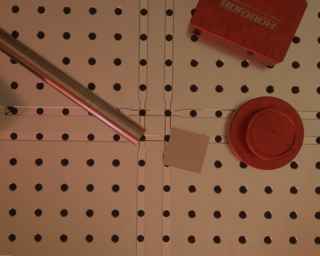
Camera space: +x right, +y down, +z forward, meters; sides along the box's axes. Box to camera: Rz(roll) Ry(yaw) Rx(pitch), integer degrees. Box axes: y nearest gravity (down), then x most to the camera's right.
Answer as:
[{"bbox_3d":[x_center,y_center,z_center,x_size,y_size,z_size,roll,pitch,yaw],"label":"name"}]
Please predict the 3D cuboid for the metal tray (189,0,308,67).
[{"bbox_3d":[0.115,-0.149,0.412,0.131,0.030,0.090,24,90,-1],"label":"metal tray"}]

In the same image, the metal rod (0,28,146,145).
[{"bbox_3d":[-0.149,-0.073,0.411,0.301,0.025,0.025,35,90,-1],"label":"metal rod"}]

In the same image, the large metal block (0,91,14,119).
[{"bbox_3d":[-0.256,-0.033,0.397,0.080,0.050,0.080,-41,91,0],"label":"large metal block"}]

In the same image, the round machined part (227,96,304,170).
[{"bbox_3d":[0.141,0.007,0.407,0.099,0.042,0.097,0,90,-1],"label":"round machined part"}]

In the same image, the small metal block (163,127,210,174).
[{"bbox_3d":[0.034,0.029,0.414,0.050,0.025,0.050,15,90,-1],"label":"small metal block"}]
